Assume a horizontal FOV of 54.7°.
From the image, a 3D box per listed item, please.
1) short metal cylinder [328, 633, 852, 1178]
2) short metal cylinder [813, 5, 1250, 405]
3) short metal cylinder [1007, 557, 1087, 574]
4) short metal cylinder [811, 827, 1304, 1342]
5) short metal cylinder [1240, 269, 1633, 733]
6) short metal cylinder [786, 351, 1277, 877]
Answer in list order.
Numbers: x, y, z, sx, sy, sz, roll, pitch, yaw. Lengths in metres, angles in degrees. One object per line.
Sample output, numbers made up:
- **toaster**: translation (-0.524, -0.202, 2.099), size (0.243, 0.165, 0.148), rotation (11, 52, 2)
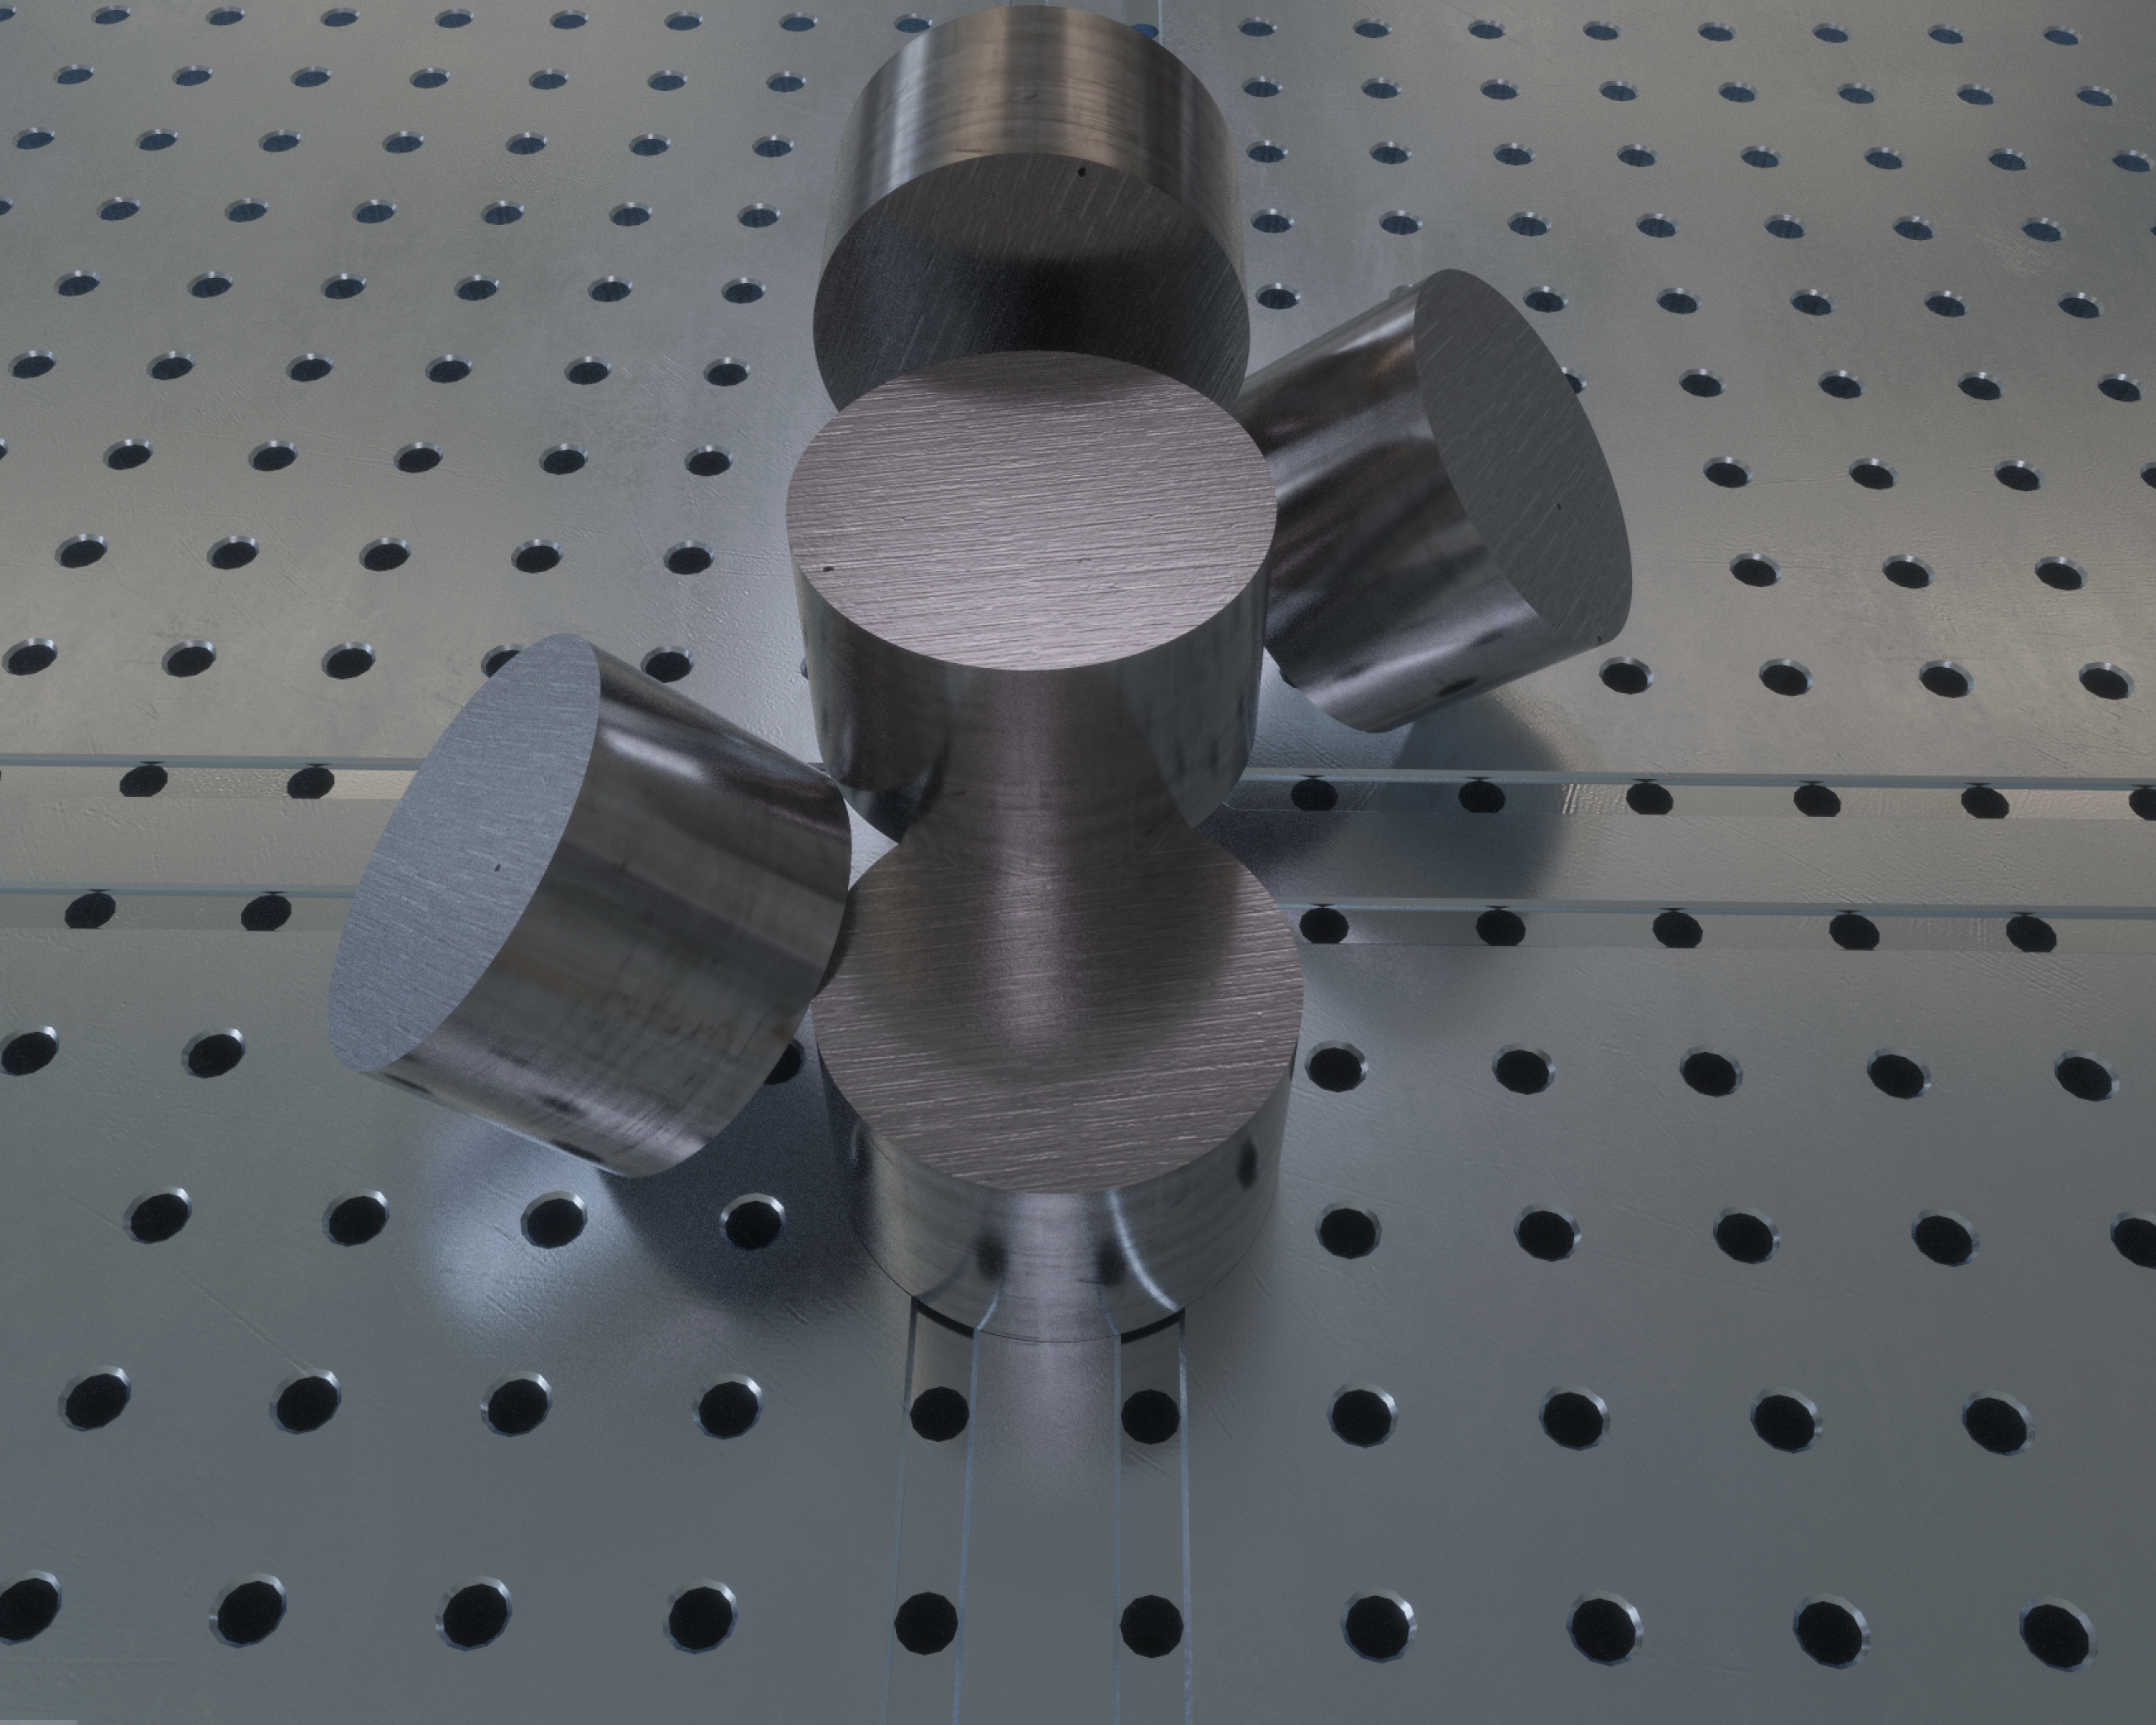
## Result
- **short metal cylinder**: translation (-0.084, 0.008, 0.357), size (0.050, 0.080, 0.080), rotation (31, 40, -33)
- **short metal cylinder**: translation (-0.008, -0.114, 0.401), size (0.081, 0.080, 0.050), rotation (0, 50, 0)
- **short metal cylinder**: translation (-0.006, -0.069, 0.449), size (0.081, 0.050, 0.080), rotation (0, 51, 0)
- **short metal cylinder**: translation (-0.003, 0.035, 0.361), size (0.081, 0.050, 0.080), rotation (0, 51, 0)
- **short metal cylinder**: translation (0.070, -0.072, 0.424), size (0.050, 0.080, 0.080), rotation (-22, 39, 36)
- **short metal cylinder**: translation (-0.008, -0.044, 0.362), size (0.081, 0.050, 0.080), rotation (0, 50, 0)
